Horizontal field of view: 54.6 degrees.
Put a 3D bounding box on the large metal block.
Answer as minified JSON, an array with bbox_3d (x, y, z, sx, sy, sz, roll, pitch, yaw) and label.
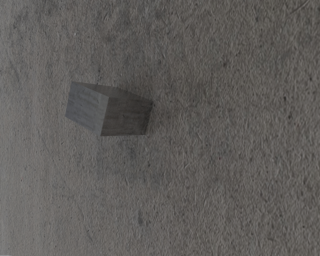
[{"bbox_3d":[-0.070,-0.026,0.428,0.080,0.081,0.050,24,105,37],"label":"large metal block"}]
